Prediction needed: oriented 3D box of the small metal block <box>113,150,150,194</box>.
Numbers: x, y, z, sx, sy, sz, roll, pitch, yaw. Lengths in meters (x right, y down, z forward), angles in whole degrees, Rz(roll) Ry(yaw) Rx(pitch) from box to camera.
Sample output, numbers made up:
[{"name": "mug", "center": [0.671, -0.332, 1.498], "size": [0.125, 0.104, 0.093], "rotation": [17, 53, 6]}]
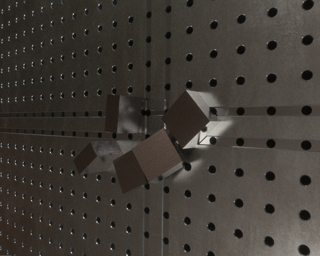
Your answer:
[{"name": "small metal block", "center": [-0.035, 0.060, 0.436], "size": [0.050, 0.025, 0.050], "rotation": [-31, 71, 35]}]

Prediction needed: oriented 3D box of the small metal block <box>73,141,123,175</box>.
[{"name": "small metal block", "center": [-0.093, 0.044, 0.467], "size": [0.050, 0.050, 0.025], "rotation": [-44, 64, 31]}]

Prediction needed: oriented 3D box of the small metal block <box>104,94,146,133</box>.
[{"name": "small metal block", "center": [-0.048, -0.019, 0.430], "size": [0.025, 0.050, 0.050], "rotation": [8, 95, 39]}]

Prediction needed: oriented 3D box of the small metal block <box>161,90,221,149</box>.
[{"name": "small metal block", "center": [0.037, -0.010, 0.378], "size": [0.050, 0.025, 0.050], "rotation": [-48, 62, 29]}]

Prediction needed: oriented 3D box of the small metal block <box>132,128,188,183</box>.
[{"name": "small metal block", "center": [0.000, 0.036, 0.397], "size": [0.050, 0.025, 0.050], "rotation": [-34, 68, 11]}]
